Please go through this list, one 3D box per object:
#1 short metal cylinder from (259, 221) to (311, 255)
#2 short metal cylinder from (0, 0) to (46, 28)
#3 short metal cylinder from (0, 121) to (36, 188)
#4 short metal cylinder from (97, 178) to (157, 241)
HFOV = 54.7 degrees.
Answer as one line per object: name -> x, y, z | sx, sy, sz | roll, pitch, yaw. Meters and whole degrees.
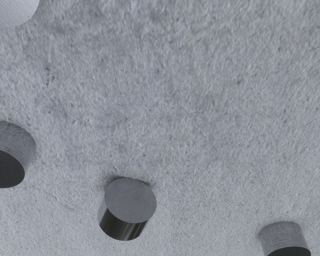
short metal cylinder -> 0.233, 0.220, 0.582 | 0.081, 0.050, 0.079 | 0, 130, 0
short metal cylinder -> -0.140, -0.137, 0.272 | 0.081, 0.050, 0.079 | 0, 130, 0
short metal cylinder -> -0.217, 0.036, 0.419 | 0.081, 0.050, 0.079 | 0, 130, 0
short metal cylinder -> -0.051, 0.124, 0.476 | 0.081, 0.080, 0.050 | 15, 128, -13
